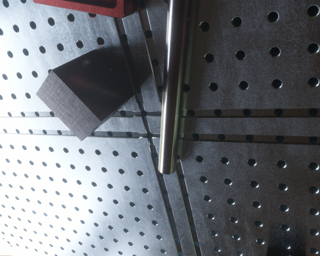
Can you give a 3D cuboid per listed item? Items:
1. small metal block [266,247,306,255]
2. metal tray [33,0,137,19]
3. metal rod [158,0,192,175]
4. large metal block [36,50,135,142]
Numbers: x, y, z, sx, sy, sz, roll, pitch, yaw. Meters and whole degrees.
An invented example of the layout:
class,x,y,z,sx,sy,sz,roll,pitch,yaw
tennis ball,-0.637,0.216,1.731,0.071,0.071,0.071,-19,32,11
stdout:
class,x,y,z,sx,sy,sz,roll,pitch,yaw
small metal block,0.172,0.197,0.427,0.050,0.050,0.025,2,119,27
metal tray,-0.089,-0.179,0.343,0.130,0.030,0.089,16,125,18
metal rod,0.017,-0.067,0.360,0.025,0.025,0.298,16,125,19
large metal block,-0.093,-0.043,0.398,0.080,0.080,0.050,47,129,-5
